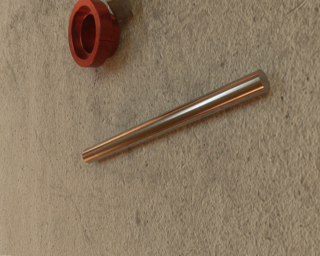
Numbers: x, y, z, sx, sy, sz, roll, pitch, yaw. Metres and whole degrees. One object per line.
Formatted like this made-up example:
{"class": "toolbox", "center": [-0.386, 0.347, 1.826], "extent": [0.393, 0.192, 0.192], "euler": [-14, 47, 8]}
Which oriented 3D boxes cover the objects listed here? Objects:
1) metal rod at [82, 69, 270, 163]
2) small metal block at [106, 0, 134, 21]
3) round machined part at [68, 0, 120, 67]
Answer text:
{"class": "metal rod", "center": [-0.004, -0.002, 0.405], "extent": [0.299, 0.025, 0.025], "euler": [-23, 76, 37]}
{"class": "small metal block", "center": [-0.060, -0.187, 0.432], "extent": [0.025, 0.050, 0.050], "euler": [-15, 79, 6]}
{"class": "round machined part", "center": [-0.096, -0.140, 0.463], "extent": [0.098, 0.042, 0.097], "euler": [9, 103, 48]}
